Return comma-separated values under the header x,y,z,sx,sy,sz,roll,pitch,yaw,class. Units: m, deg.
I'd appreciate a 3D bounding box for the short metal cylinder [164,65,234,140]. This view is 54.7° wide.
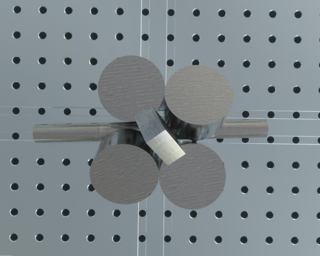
x,y,z,sx,sy,sz,roll,pitch,yaw,class
0.046,-0.030,0.384,0.081,0.050,0.080,0,67,0,short metal cylinder

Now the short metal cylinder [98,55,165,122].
x,y,z,sx,sy,sz,roll,pitch,yaw,class
-0.034,-0.048,0.397,0.081,0.050,0.079,0,90,0,short metal cylinder

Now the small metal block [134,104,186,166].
x,y,z,sx,sy,sz,roll,pitch,yaw,class
-0.001,0.008,0.362,0.025,0.050,0.050,-35,132,6,small metal block

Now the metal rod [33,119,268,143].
x,y,z,sx,sy,sz,roll,pitch,yaw,class
-0.012,0.004,0.409,0.302,0.025,0.025,-1,90,0,metal rod

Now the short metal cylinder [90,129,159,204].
x,y,z,sx,sy,sz,roll,pitch,yaw,class
-0.042,0.047,0.385,0.081,0.050,0.079,0,110,-1,short metal cylinder

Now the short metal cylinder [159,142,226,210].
x,y,z,sx,sy,sz,roll,pitch,yaw,class
0.039,0.058,0.397,0.081,0.050,0.079,0,90,0,short metal cylinder
